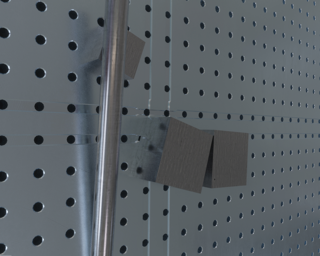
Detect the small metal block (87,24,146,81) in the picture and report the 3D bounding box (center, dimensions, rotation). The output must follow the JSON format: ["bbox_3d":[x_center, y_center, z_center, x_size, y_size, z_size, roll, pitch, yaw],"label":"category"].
[{"bbox_3d":[-0.050,-0.090,0.367,0.050,0.025,0.050,26,74,-37],"label":"small metal block"}]

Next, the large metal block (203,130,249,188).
[{"bbox_3d":[0.087,0.045,0.466,0.081,0.050,0.080,5,87,-40],"label":"large metal block"}]

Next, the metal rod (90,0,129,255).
[{"bbox_3d":[-0.056,0.005,0.340,0.025,0.025,0.298,0,97,-40],"label":"metal rod"}]

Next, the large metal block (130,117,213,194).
[{"bbox_3d":[0.017,0.036,0.408,0.080,0.050,0.080,22,76,-38],"label":"large metal block"}]
